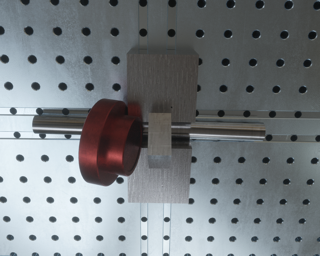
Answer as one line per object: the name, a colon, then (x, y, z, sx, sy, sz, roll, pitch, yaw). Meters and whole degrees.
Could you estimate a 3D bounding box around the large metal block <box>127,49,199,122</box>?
large metal block: (0.003, -0.053, 0.380, 0.081, 0.050, 0.079, 1, 110, -1)

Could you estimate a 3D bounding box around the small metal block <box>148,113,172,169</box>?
small metal block: (0.000, 0.016, 0.359, 0.025, 0.050, 0.050, 1, 66, 0)

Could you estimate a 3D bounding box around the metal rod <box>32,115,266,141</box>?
metal rod: (-0.013, 0.000, 0.413, 0.302, 0.025, 0.025, 2, 110, -1)

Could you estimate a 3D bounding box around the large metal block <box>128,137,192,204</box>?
large metal block: (-0.001, 0.054, 0.420, 0.081, 0.050, 0.079, 1, 110, -1)

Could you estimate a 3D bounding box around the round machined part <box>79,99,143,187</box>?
round machined part: (-0.049, 0.018, 0.350, 0.042, 0.098, 0.097, 9, 111, 12)
